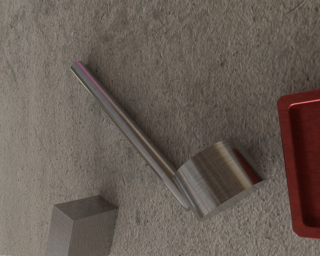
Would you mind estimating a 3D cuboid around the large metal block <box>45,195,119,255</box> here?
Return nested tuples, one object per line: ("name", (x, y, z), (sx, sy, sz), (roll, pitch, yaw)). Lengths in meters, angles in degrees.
("large metal block", (-0.115, 0.154, 0.461), (0.050, 0.081, 0.079), (20, 103, 38))

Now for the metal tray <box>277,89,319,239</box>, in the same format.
("metal tray", (0.159, 0.029, 0.269), (0.090, 0.030, 0.129), (-9, 84, 39))

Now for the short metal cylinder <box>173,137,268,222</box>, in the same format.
("short metal cylinder", (0.061, 0.053, 0.318), (0.080, 0.081, 0.050), (-46, 63, 30))

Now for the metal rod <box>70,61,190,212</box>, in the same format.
("metal rod", (-0.048, -0.005, 0.442), (0.300, 0.025, 0.025), (47, 118, 29))
